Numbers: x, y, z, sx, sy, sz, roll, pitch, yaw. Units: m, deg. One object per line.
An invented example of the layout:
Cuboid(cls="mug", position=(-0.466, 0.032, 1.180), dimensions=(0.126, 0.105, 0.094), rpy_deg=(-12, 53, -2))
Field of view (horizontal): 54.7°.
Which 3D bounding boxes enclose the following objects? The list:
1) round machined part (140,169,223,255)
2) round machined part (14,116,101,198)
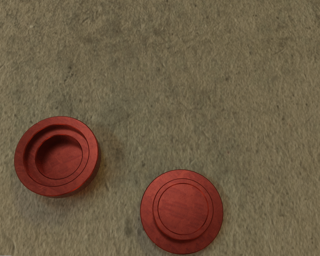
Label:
Cuboid(cls="round machined part", position=(0.026, 0.097, 0.364), dimensions=(0.099, 0.042, 0.098), rpy_deg=(0, 70, -1))
Cuboid(cls="round machined part", position=(-0.122, 0.038, 0.384), dimensions=(0.099, 0.042, 0.098), rpy_deg=(0, 70, -1))
